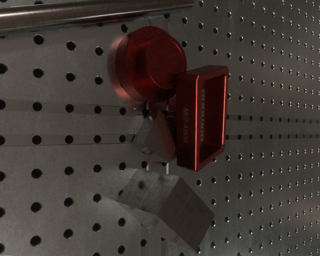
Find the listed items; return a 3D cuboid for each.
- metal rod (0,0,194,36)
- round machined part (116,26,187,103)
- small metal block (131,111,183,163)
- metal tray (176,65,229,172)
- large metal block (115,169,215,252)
[{"bbox_3d":[-0.071,-0.132,0.350,0.302,0.025,0.025,-24,106,-38],"label":"metal rod"},{"bbox_3d":[-0.004,-0.081,0.397,0.099,0.042,0.097,0,90,-40],"label":"round machined part"},{"bbox_3d":[-0.002,0.012,0.410,0.050,0.025,0.050,38,66,-34],"label":"small metal block"},{"bbox_3d":[0.060,-0.016,0.427,0.091,0.030,0.129,-26,121,-49],"label":"metal tray"},{"bbox_3d":[0.006,0.098,0.381,0.080,0.080,0.050,50,60,-29],"label":"large metal block"}]
